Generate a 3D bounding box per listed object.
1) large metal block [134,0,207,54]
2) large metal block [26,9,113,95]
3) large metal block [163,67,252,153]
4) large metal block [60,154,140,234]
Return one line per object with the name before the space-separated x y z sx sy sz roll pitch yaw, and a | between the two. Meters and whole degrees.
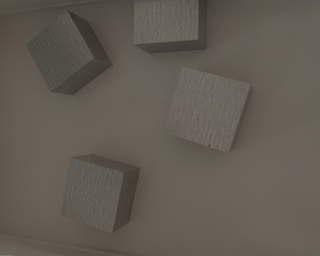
large metal block | 0.015 -0.142 0.391 0.080 0.050 0.079 1 90 19
large metal block | -0.129 -0.104 0.441 0.080 0.050 0.080 -33 80 16
large metal block | 0.060 -0.022 0.376 0.080 0.050 0.080 18 96 18
large metal block | -0.081 0.086 0.425 0.080 0.050 0.079 13 94 19
